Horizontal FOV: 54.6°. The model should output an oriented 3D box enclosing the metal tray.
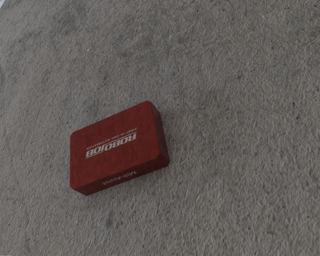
[{"bbox_3d":[-0.058,0.027,0.416,0.130,0.030,0.090,-22,53,15],"label":"metal tray"}]
